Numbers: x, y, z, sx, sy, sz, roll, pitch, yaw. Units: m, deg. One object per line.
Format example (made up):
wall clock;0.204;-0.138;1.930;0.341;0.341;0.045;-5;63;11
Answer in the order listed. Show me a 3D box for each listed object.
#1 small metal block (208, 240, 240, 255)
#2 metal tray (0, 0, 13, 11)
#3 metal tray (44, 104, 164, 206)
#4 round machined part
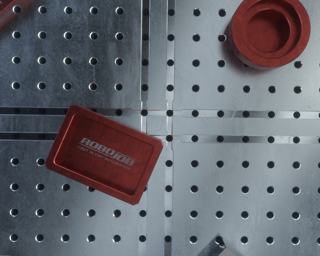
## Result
small metal block;0.088;0.189;0.414;0.050;0.025;0.050;43;90;0
metal tray;-0.256;-0.186;0.408;0.130;0.030;0.090;-41;90;0
metal tray;-0.071;0.034;0.410;0.131;0.030;0.090;23;90;0
round machined part;0.139;-0.124;0.406;0.099;0.042;0.097;0;90;0
